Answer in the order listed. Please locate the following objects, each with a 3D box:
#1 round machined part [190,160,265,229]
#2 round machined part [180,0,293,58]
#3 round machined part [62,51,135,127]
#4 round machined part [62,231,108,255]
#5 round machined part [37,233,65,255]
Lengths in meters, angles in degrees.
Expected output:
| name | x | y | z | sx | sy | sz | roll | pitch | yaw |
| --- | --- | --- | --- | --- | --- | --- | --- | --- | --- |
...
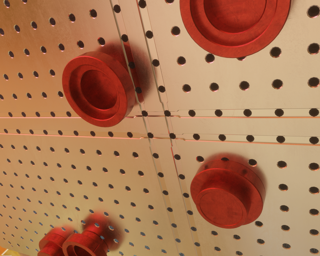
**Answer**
| name | x | y | z | sx | sy | sz | roll | pitch | yaw |
| --- | --- | --- | --- | --- | --- | --- | --- | --- | --- |
| round machined part | 0.086 | 0.095 | 0.414 | 0.098 | 0.042 | 0.097 | 13 | 124 | 21 |
| round machined part | 0.072 | -0.119 | 0.289 | 0.098 | 0.042 | 0.097 | 13 | 124 | 21 |
| round machined part | -0.075 | -0.053 | 0.408 | 0.098 | 0.042 | 0.097 | 13 | 124 | 21 |
| round machined part | -0.146 | 0.251 | 0.634 | 0.098 | 0.042 | 0.097 | 13 | 124 | 21 |
| round machined part | -0.239 | 0.291 | 0.708 | 0.098 | 0.042 | 0.097 | 13 | 124 | 21 |
